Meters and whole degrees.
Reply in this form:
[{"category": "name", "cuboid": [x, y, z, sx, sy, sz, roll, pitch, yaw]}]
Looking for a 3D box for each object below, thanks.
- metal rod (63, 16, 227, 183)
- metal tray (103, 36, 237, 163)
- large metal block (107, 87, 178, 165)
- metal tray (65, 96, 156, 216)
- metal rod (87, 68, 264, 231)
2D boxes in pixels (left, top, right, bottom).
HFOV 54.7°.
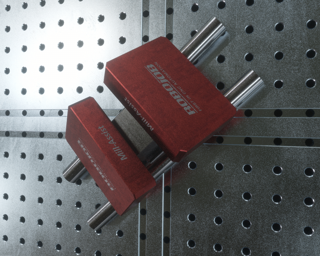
[{"category": "metal rod", "cuboid": [-0.030, -0.030, 0.422, 0.299, 0.025, 0.025, -44, 77, 14]}, {"category": "metal tray", "cuboid": [0.010, -0.037, 0.350, 0.091, 0.030, 0.130, -34, 75, -29]}, {"category": "large metal block", "cuboid": [-0.013, -0.002, 0.386, 0.080, 0.080, 0.050, -44, 77, 14]}, {"category": "metal tray", "cuboid": [-0.066, 0.037, 0.377, 0.130, 0.030, 0.090, 52, 149, 12]}, {"category": "metal rod", "cuboid": [0.011, 0.037, 0.408, 0.299, 0.025, 0.025, -43, 77, 14]}]
